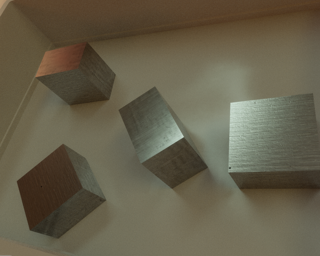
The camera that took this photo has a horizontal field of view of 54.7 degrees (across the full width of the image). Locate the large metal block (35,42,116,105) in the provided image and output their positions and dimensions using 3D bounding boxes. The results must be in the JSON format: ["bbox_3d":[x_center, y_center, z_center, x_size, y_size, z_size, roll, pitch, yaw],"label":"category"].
[{"bbox_3d":[-0.129,-0.082,0.486,0.080,0.080,0.050,-5,60,25],"label":"large metal block"}]

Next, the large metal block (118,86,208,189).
[{"bbox_3d":[0.004,0.013,0.359,0.050,0.080,0.080,-33,52,7],"label":"large metal block"}]

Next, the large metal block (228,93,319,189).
[{"bbox_3d":[0.117,0.016,0.318,0.080,0.050,0.080,-6,59,25],"label":"large metal block"}]

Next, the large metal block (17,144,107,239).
[{"bbox_3d":[-0.130,0.082,0.406,0.080,0.050,0.080,-39,51,1],"label":"large metal block"}]
